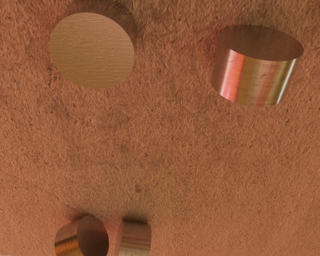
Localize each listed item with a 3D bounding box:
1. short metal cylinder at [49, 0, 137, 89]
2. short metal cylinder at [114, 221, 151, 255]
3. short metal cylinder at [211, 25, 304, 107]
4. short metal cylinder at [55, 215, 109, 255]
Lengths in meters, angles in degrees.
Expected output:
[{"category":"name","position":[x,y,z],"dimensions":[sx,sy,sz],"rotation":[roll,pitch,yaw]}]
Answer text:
[{"category":"short metal cylinder","position":[-0.065,-0.087,0.316],"dimensions":[0.081,0.050,0.079],"rotation":[0,130,0]},{"category":"short metal cylinder","position":[-0.049,0.208,0.547],"dimensions":[0.050,0.080,0.079],"rotation":[12,129,-10]},{"category":"short metal cylinder","position":[0.096,-0.065,0.316],"dimensions":[0.081,0.080,0.050],"rotation":[3,130,-3]},{"category":"short metal cylinder","position":[-0.135,0.199,0.540],"dimensions":[0.050,0.080,0.080],"rotation":[-27,125,21]}]
